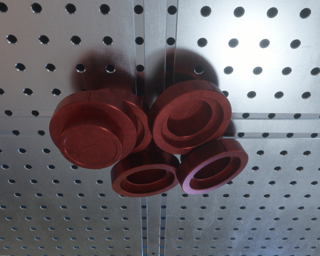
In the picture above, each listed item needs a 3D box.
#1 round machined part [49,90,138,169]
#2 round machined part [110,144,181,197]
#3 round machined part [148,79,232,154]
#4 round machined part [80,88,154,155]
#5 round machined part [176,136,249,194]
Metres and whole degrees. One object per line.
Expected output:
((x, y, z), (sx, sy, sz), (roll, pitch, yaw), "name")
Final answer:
((-0.075, 0.009, 0.351), (0.099, 0.042, 0.097), (-1, 130, 0), "round machined part")
((-0.020, 0.058, 0.438), (0.099, 0.042, 0.098), (-8, 145, -6), "round machined part")
((0.032, -0.017, 0.375), (0.099, 0.042, 0.097), (-11, 133, -12), "round machined part")
((-0.057, -0.010, 0.391), (0.099, 0.042, 0.097), (-1, 130, 0), "round machined part")
((0.067, 0.046, 0.425), (0.099, 0.042, 0.097), (-17, 143, -13), "round machined part")
